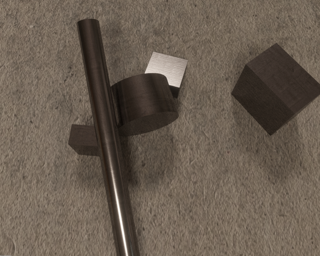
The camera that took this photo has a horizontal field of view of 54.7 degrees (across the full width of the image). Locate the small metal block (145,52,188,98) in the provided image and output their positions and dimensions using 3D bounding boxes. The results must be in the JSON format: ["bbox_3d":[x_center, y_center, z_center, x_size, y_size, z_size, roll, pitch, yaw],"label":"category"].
[{"bbox_3d":[0.007,-0.074,0.431,0.050,0.025,0.050,15,60,5],"label":"small metal block"}]

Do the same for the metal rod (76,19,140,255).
[{"bbox_3d":[-0.055,0.029,0.346,0.025,0.025,0.298,-10,90,-4],"label":"metal rod"}]

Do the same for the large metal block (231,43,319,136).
[{"bbox_3d":[0.146,-0.046,0.398,0.050,0.080,0.080,-36,74,-12],"label":"large metal block"}]

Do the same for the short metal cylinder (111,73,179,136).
[{"bbox_3d":[-0.022,-0.027,0.386,0.081,0.080,0.050,-16,76,-6],"label":"short metal cylinder"}]

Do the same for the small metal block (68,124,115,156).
[{"bbox_3d":[-0.081,0.017,0.388,0.050,0.050,0.025,4,71,1],"label":"small metal block"}]
